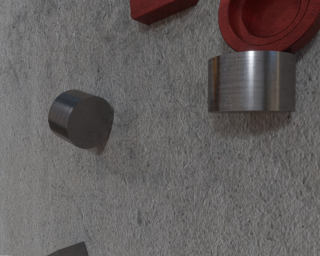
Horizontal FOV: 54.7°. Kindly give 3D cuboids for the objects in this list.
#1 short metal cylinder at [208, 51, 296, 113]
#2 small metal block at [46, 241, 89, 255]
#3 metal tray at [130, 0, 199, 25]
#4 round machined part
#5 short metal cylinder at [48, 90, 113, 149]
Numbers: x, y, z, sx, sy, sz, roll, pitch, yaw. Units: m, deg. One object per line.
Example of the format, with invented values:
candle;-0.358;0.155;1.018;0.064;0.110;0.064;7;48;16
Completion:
short metal cylinder;0.087;-0.040;0.298;0.080;0.081;0.050;1;91;40
small metal block;-0.158;0.216;0.519;0.050;0.050;0.025;-35;69;34
metal tray;0.000;-0.212;0.402;0.090;0.030;0.129;-8;85;39
round machined part;0.110;-0.113;0.301;0.098;0.042;0.097;-2;86;39
short metal cylinder;-0.118;-0.014;0.467;0.050;0.081;0.079;20;103;38
